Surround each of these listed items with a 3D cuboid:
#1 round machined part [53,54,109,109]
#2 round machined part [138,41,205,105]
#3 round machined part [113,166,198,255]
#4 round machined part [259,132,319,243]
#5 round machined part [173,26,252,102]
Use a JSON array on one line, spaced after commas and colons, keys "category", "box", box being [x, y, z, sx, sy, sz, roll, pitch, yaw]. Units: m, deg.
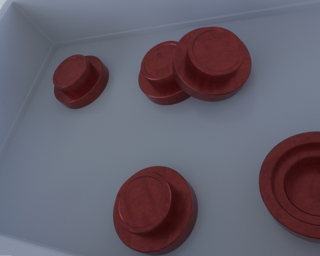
[{"category": "round machined part", "box": [-0.139, -0.084, 0.520, 0.098, 0.042, 0.098, -13, 56, 21]}, {"category": "round machined part", "box": [0.012, -0.084, 0.441, 0.098, 0.042, 0.098, -13, 56, 21]}, {"category": "round machined part", "box": [-0.011, 0.088, 0.347, 0.098, 0.042, 0.098, -13, 56, 21]}, {"category": "round machined part", "box": [0.145, 0.056, 0.284, 0.098, 0.042, 0.098, -13, 56, 21]}, {"category": "round machined part", "box": [0.066, -0.086, 0.385, 0.099, 0.042, 0.098, 1, 71, -3]}]
